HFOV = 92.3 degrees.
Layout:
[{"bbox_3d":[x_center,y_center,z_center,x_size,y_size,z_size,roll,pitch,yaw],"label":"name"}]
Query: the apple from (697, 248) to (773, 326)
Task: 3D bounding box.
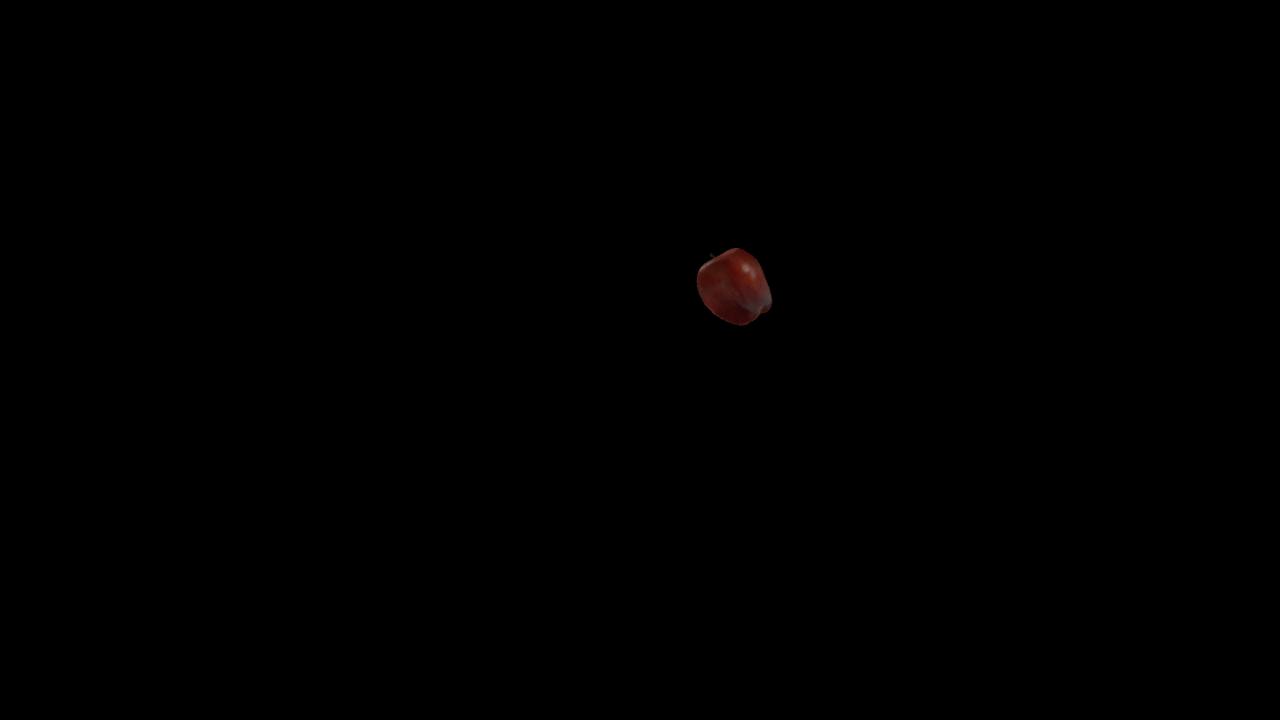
[{"bbox_3d":[0.110,-0.086,0.721,0.079,0.093,0.079,-34,0,0],"label":"apple"}]
